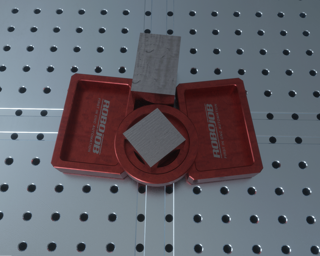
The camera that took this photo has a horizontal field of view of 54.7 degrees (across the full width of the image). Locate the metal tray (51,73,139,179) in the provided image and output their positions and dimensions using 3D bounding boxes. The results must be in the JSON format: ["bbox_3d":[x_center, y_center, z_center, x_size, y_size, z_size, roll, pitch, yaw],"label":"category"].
[{"bbox_3d":[-0.080,-0.004,0.406,0.091,0.030,0.130,6,70,2],"label":"metal tray"}]

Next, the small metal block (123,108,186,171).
[{"bbox_3d":[-0.006,0.014,0.358,0.050,0.025,0.050,-38,74,-13],"label":"small metal block"}]

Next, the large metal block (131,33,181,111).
[{"bbox_3d":[-0.004,-0.063,0.402,0.050,0.080,0.080,6,70,2],"label":"large metal block"}]

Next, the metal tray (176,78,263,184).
[{"bbox_3d":[0.073,0.002,0.405,0.091,0.030,0.130,-6,70,-3],"label":"metal tray"}]

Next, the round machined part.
[{"bbox_3d":[-0.004,0.023,0.380,0.099,0.042,0.098,0,70,0],"label":"round machined part"}]
